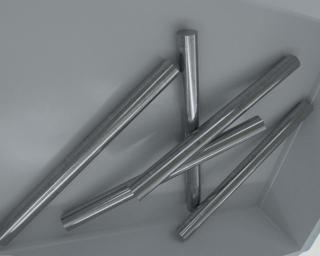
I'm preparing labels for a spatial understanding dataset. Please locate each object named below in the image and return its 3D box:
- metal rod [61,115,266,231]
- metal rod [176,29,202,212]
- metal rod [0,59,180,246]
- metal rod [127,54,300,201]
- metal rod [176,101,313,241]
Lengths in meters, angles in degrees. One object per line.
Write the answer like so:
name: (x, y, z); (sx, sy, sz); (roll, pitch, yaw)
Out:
metal rod: (0.007, 0.061, 0.427); (0.301, 0.025, 0.025); (-27, 129, -3)
metal rod: (0.045, 0.012, 0.442); (0.025, 0.025, 0.298); (-19, 126, -18)
metal rod: (-0.091, 0.031, 0.378); (0.300, 0.025, 0.025); (-45, 130, 2)
metal rod: (0.082, -0.008, 0.422); (0.301, 0.025, 0.025); (-38, 130, -14)
metal rod: (0.142, 0.067, 0.509); (0.300, 0.025, 0.025); (-44, 130, -6)
